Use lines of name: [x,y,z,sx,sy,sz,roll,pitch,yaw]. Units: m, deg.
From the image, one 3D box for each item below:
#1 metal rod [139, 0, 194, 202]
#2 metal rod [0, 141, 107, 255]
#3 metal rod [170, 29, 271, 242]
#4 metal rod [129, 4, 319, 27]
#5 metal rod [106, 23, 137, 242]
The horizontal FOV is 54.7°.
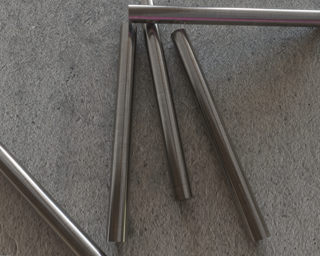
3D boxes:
metal rod: [0.004,-0.051,0.426,0.025,0.025,0.299,-9,70,-3]
metal rod: [-0.162,0.072,0.380,0.300,0.025,0.025,41,75,13]
metal rod: [0.072,-0.005,0.410,0.025,0.025,0.299,-16,71,-6]
metal rod: [0.106,-0.163,0.452,0.302,0.025,0.025,-1,70,-7]
metal rod: [-0.048,-0.009,0.410,0.025,0.025,0.299,1,70,0]
